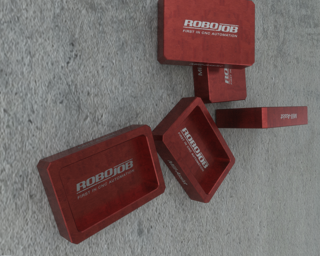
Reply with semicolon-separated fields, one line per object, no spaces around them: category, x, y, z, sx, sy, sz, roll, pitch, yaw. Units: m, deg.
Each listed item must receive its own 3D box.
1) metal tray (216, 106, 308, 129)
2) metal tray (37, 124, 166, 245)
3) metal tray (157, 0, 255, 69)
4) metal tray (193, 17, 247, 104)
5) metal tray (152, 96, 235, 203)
metal tray;0.165;-0.018;0.500;0.131;0.090;0.030;-4;93;-40
metal tray;-0.059;0.057;0.351;0.131;0.030;0.089;-23;105;-38
metal tray;0.064;-0.130;0.420;0.131;0.030;0.089;1;90;-16
metal tray;0.091;-0.105;0.477;0.091;0.030;0.129;-9;96;-40
metal tray;0.051;0.031;0.443;0.090;0.030;0.130;-49;119;-29
